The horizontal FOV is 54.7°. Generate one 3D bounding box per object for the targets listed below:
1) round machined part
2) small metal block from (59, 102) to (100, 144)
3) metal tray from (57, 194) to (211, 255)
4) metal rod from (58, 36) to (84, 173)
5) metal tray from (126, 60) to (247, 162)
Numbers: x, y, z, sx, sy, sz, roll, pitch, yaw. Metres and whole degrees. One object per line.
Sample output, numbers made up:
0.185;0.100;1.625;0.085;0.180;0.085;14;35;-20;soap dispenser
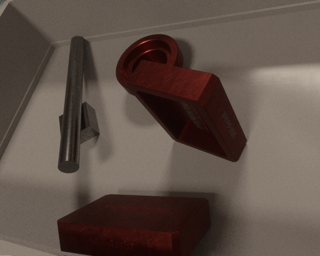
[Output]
-0.011;-0.086;0.452;0.098;0.042;0.098;-13;56;20;round machined part
-0.123;-0.004;0.471;0.050;0.025;0.050;-27;53;10;small metal block
-0.024;0.097;0.315;0.130;0.090;0.030;-4;95;26;metal tray
-0.133;-0.058;0.481;0.025;0.025;0.300;-25;44;13;metal rod
0.033;-0.014;0.329;0.090;0.130;0.030;19;72;35;metal tray
